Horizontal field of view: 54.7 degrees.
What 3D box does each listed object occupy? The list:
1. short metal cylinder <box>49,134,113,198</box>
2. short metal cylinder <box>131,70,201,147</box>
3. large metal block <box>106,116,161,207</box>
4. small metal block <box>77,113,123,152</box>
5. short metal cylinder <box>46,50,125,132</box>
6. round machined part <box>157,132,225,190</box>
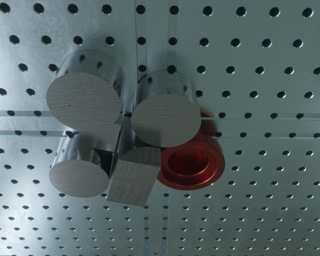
[{"bbox_3d":[-0.110,0.054,0.440,0.081,0.050,0.079,0,130,0],"label":"short metal cylinder"},{"bbox_3d":[0.007,-0.022,0.376,0.081,0.050,0.079,0,130,0],"label":"short metal cylinder"},{"bbox_3d":[-0.034,0.044,0.408,0.050,0.080,0.079,12,129,-10],"label":"large metal block"},{"bbox_3d":[-0.080,0.002,0.412,0.050,0.025,0.050,11,129,-10],"label":"small metal block"},{"bbox_3d":[-0.083,-0.042,0.358,0.081,0.050,0.079,0,130,0],"label":"short metal cylinder"},{"bbox_3d":[0.039,0.041,0.435,0.099,0.042,0.097,0,130,0],"label":"round machined part"}]
